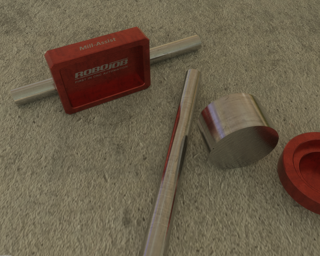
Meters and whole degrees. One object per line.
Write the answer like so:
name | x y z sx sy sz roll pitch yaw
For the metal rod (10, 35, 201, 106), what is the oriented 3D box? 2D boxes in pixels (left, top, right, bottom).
metal rod | -0.071 -0.094 0.481 0.302 0.025 0.025 -21 53 -17

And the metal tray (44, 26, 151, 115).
metal tray | -0.079 -0.078 0.425 0.131 0.090 0.030 -21 53 -17

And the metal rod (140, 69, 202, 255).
metal rod | 0.019 0.032 0.376 0.025 0.025 0.300 9 51 8

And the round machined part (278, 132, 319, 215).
round machined part | 0.182 0.055 0.347 0.099 0.042 0.098 0 50 0

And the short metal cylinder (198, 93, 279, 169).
short metal cylinder | 0.090 0.005 0.364 0.081 0.080 0.050 -8 51 -7
